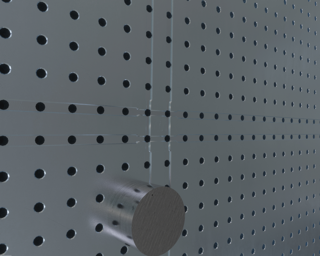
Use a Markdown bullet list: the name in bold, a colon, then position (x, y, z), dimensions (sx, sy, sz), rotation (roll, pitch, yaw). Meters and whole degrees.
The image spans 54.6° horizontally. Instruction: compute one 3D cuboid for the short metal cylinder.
- **short metal cylinder**: position (-0.016, 0.108, 0.379), dimensions (0.081, 0.050, 0.080), rotation (0, 90, -40)
